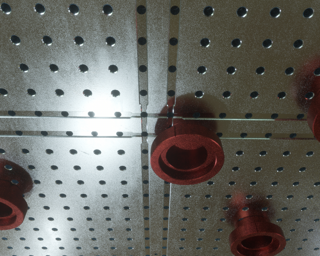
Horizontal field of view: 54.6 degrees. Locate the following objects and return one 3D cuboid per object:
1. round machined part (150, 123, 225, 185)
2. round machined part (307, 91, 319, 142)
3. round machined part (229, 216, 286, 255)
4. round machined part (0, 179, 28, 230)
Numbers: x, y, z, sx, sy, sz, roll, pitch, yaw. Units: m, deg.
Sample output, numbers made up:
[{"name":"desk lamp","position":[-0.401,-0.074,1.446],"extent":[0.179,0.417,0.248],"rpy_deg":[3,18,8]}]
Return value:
[{"name":"round machined part","position":[0.036,0.031,0.427],"extent":[0.099,0.042,0.097],"rpy_deg":[0,130,0]},{"name":"round machined part","position":[0.232,-0.024,0.382],"extent":[0.099,0.042,0.097],"rpy_deg":[0,130,0]},{"name":"round machined part","position":[0.176,0.199,0.571],"extent":[0.099,0.042,0.097],"rpy_deg":[0,130,0]},{"name":"round machined part","position":[-0.264,0.120,0.500],"extent":[0.099,0.042,0.097],"rpy_deg":[0,130,0]}]
